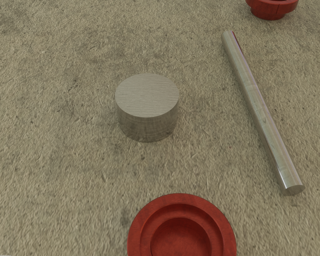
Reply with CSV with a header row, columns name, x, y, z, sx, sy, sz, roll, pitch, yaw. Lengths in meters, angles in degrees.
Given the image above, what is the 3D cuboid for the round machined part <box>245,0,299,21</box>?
name,x,y,z,sx,sy,sz,roll,pitch,yaw
round machined part,0.215,-0.245,0.601,0.099,0.042,0.098,0,50,0

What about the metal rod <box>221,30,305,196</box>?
name,x,y,z,sx,sy,sz,roll,pitch,yaw
metal rod,0.134,-0.044,0.442,0.025,0.025,0.300,-4,50,-4

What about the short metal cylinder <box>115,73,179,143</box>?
name,x,y,z,sx,sy,sz,roll,pitch,yaw
short metal cylinder,-0.016,-0.027,0.410,0.081,0.050,0.080,0,50,0

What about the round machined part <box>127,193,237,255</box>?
name,x,y,z,sx,sy,sz,roll,pitch,yaw
round machined part,0.019,0.116,0.295,0.099,0.042,0.098,0,50,0
